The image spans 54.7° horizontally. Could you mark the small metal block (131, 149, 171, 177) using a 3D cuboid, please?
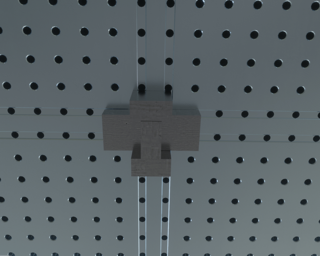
[{"bbox_3d":[-0.011,0.042,0.415,0.050,0.050,0.025,1,110,-1],"label":"small metal block"}]

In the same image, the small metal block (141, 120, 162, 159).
[{"bbox_3d":[-0.011,0.007,0.402,0.025,0.050,0.050,1,110,-1],"label":"small metal block"}]

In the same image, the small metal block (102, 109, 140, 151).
[{"bbox_3d":[-0.049,0.002,0.413,0.050,0.025,0.050,0,110,-1],"label":"small metal block"}]

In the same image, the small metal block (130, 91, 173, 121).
[{"bbox_3d":[-0.011,-0.029,0.389,0.050,0.050,0.025,1,110,-1],"label":"small metal block"}]

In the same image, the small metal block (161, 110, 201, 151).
[{"bbox_3d":[0.027,0.003,0.414,0.050,0.025,0.050,1,110,-1],"label":"small metal block"}]
